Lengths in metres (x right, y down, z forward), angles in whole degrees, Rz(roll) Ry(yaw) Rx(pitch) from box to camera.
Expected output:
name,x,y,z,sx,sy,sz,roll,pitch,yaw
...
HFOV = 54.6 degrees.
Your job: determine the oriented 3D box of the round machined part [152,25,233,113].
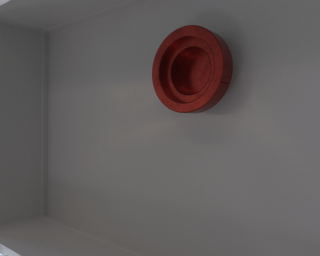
name,x,y,z,sx,sy,sz,roll,pitch,yaw
round machined part,0.041,-0.066,0.363,0.098,0.042,0.097,0,90,40
